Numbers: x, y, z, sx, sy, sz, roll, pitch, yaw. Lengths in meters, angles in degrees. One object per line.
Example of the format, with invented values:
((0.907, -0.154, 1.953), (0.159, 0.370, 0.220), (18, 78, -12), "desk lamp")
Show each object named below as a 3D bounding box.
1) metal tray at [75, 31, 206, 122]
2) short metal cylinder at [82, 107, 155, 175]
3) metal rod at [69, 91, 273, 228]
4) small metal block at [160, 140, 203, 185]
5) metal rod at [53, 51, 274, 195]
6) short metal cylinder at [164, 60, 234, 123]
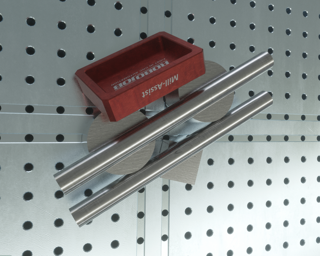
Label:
((-0.023, -0.067, 0.369), (0.131, 0.090, 0.030), (-30, 132, -18), "metal tray")
((-0.052, 0.014, 0.381), (0.081, 0.050, 0.079), (0, 90, -21), "short metal cylinder")
((0.028, 0.030, 0.396), (0.302, 0.025, 0.025), (-30, 100, -18), "metal rod")
((0.026, 0.047, 0.422), (0.050, 0.025, 0.050), (16, 85, -20), "small metal block")
((0.019, -0.016, 0.366), (0.302, 0.025, 0.025), (-31, 101, -18), "metal rod")
((0.052, -0.047, 0.420), (0.081, 0.050, 0.079), (0, 90, -21), "short metal cylinder")
